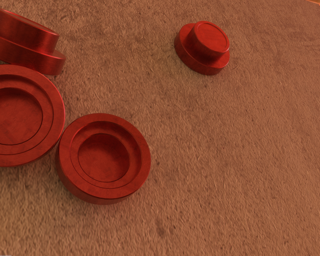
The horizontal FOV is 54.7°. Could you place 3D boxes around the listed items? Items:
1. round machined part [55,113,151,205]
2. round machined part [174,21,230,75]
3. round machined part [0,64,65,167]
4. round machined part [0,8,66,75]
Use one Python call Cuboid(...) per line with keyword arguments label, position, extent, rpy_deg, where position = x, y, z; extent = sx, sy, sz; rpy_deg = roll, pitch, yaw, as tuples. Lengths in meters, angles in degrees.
Cuboid(label="round machined part", position=(-0.063, 0.036, 0.337), extent=(0.099, 0.042, 0.098), rpy_deg=(14, 56, -21))
Cuboid(label="round machined part", position=(0.077, -0.140, 0.519), extent=(0.099, 0.042, 0.098), rpy_deg=(14, 56, -21))
Cuboid(label="round machined part", position=(-0.146, -0.010, 0.307), extent=(0.099, 0.042, 0.098), rpy_deg=(3, 80, -19))
Cuboid(label="round machined part", position=(-0.150, -0.097, 0.337), extent=(0.098, 0.042, 0.098), rpy_deg=(24, 12, -5))
